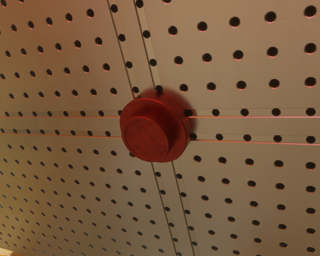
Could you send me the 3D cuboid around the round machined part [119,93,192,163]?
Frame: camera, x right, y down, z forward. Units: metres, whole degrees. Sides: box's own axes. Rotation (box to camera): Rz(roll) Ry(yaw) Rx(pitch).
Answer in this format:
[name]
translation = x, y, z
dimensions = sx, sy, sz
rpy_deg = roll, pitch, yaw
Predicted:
[round machined part]
translation = -0.011, 0.006, 0.408
dimensions = 0.098, 0.042, 0.097
rpy_deg = 13, 124, 20
